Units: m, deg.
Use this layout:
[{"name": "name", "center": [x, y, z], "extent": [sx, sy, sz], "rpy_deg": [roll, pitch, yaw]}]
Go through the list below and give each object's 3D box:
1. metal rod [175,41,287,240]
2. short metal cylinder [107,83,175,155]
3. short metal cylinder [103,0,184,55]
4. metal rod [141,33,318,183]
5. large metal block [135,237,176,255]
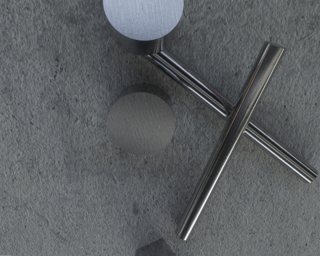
[{"name": "metal rod", "center": [0.080, 0.035, 0.402], "extent": [0.025, 0.025, 0.298], "rpy_deg": [17, 117, -6]}, {"name": "short metal cylinder", "center": [-0.022, -0.012, 0.392], "extent": [0.081, 0.050, 0.079], "rpy_deg": [0, 110, 0]}, {"name": "short metal cylinder", "center": [-0.018, -0.125, 0.335], "extent": [0.081, 0.050, 0.080], "rpy_deg": [0, 86, -4]}, {"name": "metal rod", "center": [0.093, -0.019, 0.403], "extent": [0.301, 0.025, 0.025], "rpy_deg": [36, 106, -13]}, {"name": "large metal block", "center": [0.003, 0.230, 0.465], "extent": [0.050, 0.080, 0.080], "rpy_deg": [-29, 108, 10]}]
